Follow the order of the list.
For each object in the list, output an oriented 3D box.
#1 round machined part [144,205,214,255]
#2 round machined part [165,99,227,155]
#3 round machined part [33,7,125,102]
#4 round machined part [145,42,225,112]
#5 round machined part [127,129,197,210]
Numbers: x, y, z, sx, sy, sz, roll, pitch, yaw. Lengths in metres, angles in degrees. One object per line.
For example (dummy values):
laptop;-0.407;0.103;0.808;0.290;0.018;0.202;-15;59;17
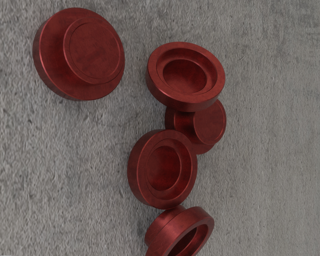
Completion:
round machined part;0.019;0.137;0.392;0.099;0.042;0.097;-28;139;-28
round machined part;0.057;-0.011;0.441;0.099;0.042;0.097;0;90;-40
round machined part;-0.078;-0.078;0.328;0.099;0.042;0.097;0;90;-40
round machined part;0.030;-0.061;0.397;0.099;0.042;0.098;5;58;-9
round machined part;-0.001;0.050;0.392;0.099;0.042;0.097;0;90;-40
